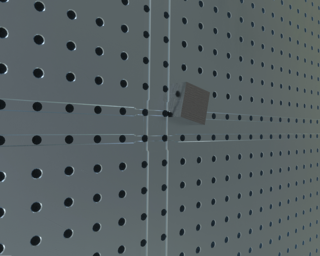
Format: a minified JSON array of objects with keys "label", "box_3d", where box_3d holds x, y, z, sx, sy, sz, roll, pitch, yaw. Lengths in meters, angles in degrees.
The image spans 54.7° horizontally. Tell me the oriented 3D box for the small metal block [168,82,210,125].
[{"label":"small metal block","box_3d":[0.043,-0.034,0.447,0.050,0.025,0.050,17,80,-39]}]
